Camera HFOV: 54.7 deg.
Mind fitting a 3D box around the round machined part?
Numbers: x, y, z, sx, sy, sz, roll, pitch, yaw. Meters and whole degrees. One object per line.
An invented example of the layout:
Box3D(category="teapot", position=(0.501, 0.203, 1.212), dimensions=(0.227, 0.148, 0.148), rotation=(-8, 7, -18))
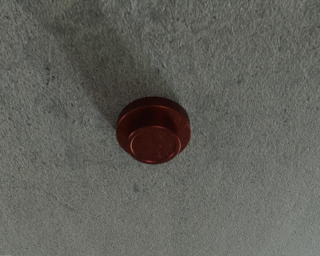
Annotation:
Box3D(category="round machined part", position=(-0.008, 0.010, 0.406), dimensions=(0.099, 0.042, 0.097), rotation=(-1, 130, 0))
